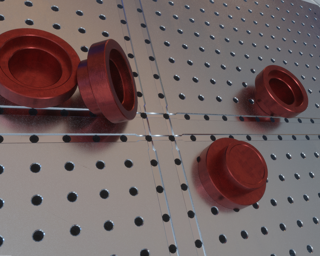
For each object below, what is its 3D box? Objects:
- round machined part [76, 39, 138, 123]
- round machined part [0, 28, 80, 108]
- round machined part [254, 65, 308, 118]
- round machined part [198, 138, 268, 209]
[{"bbox_3d":[-0.064,-0.053,0.372,0.042,0.098,0.098,-12,60,13],"label":"round machined part"},{"bbox_3d":[-0.144,-0.064,0.358,0.099,0.042,0.098,13,56,-21],"label":"round machined part"},{"bbox_3d":[0.206,-0.059,0.543,0.099,0.042,0.098,13,56,-21],"label":"round machined part"},{"bbox_3d":[0.105,0.056,0.419,0.099,0.042,0.098,13,56,-21],"label":"round machined part"}]
